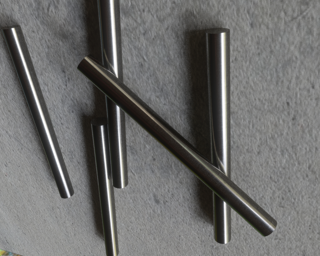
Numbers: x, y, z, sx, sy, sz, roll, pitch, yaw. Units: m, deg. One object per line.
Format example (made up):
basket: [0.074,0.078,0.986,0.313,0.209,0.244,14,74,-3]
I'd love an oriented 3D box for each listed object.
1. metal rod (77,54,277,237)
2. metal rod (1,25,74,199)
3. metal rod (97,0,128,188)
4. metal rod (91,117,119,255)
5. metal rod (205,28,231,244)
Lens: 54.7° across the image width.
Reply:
metal rod: [0.022,0.022,0.373,0.300,0.025,0.025,42,129,-2]
metal rod: [-0.188,-0.009,0.497,0.025,0.025,0.298,6,122,24]
metal rod: [-0.060,-0.039,0.412,0.025,0.025,0.298,14,124,20]
metal rod: [-0.090,0.116,0.523,0.025,0.025,0.298,14,124,20]
metal rod: [0.075,0.031,0.385,0.025,0.025,0.298,7,122,24]
